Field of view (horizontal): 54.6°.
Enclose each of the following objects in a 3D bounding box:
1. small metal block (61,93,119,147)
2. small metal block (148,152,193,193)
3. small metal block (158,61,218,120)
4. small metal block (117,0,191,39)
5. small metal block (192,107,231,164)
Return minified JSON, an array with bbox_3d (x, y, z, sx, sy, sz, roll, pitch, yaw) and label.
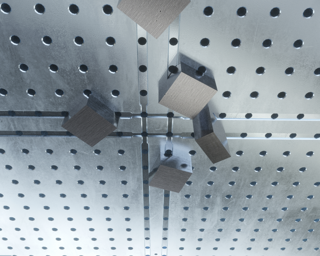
[{"bbox_3d":[-0.090,-0.009,0.403,0.050,0.025,0.050,-35,122,26],"label":"small metal block"},{"bbox_3d":[0.015,0.068,0.470,0.050,0.025,0.050,16,128,-14],"label":"small metal block"},{"bbox_3d":[0.033,-0.044,0.374,0.050,0.025,0.050,24,126,-20],"label":"small metal block"},{"bbox_3d":[-0.006,-0.126,0.305,0.050,0.025,0.050,33,123,-25],"label":"small metal block"},{"bbox_3d":[0.066,0.010,0.404,0.025,0.050,0.050,-26,126,20],"label":"small metal block"}]
